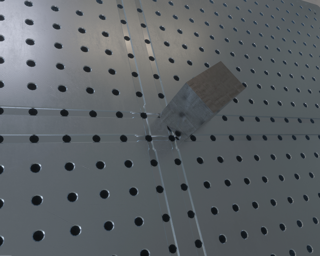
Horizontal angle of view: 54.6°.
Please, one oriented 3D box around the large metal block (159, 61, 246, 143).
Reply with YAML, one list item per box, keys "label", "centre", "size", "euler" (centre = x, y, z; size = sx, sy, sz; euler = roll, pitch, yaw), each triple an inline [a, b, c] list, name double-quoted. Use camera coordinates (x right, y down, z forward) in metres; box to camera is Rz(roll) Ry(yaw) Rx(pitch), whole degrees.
- label: "large metal block"
  centre: [0.057, -0.035, 0.424]
  size: [0.050, 0.080, 0.080]
  euler: [49, 51, 6]
